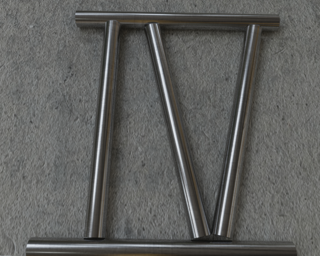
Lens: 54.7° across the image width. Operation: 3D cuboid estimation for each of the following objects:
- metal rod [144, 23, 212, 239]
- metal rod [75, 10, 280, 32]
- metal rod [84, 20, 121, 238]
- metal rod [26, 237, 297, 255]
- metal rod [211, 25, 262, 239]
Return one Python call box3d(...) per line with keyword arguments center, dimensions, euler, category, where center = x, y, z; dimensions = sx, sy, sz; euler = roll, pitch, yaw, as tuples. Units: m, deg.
box3d(center=(0.018, -0.010, 0.412), dimensions=(0.025, 0.025, 0.299), euler=(-11, 70, -4), category="metal rod")
box3d(center=(0.026, -0.162, 0.469), dimensions=(0.302, 0.025, 0.025), euler=(1, 70, 0), category="metal rod")
box3d(center=(-0.073, -0.013, 0.412), dimensions=(0.025, 0.025, 0.299), euler=(1, 70, 0), category="metal rod")
box3d(center=(0.002, 0.141, 0.357), dimensions=(0.302, 0.025, 0.025), euler=(1, 70, 0), category="metal rod")
box3d(center=(0.106, -0.010, 0.413), dimensions=(0.025, 0.025, 0.299), euler=(13, 70, 4), category="metal rod")
